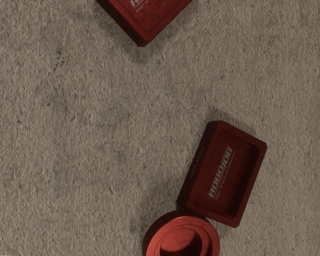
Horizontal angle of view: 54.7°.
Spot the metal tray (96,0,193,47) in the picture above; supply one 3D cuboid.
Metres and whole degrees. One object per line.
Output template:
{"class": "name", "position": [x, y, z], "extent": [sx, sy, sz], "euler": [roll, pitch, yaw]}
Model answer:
{"class": "metal tray", "position": [-0.008, -0.182, 0.403], "extent": [0.090, 0.030, 0.130], "euler": [46, 76, -15]}

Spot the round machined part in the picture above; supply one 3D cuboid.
{"class": "round machined part", "position": [0.024, 0.152, 0.404], "extent": [0.099, 0.042, 0.097], "euler": [-3, 100, -15]}

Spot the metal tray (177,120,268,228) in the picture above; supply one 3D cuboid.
{"class": "metal tray", "position": [0.090, 0.065, 0.441], "extent": [0.090, 0.030, 0.130], "euler": [26, 81, -19]}
